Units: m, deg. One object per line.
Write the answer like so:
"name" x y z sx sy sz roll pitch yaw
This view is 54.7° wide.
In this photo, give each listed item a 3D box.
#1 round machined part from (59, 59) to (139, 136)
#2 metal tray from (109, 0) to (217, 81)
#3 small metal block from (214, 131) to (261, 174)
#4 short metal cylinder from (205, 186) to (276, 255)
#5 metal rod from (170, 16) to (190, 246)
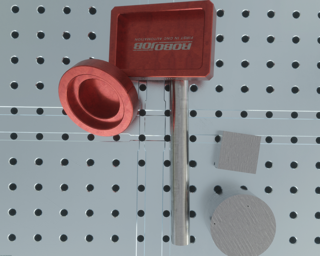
"round machined part" -0.072 -0.041 0.388 0.098 0.042 0.097 10 126 14
"metal tray" 0.002 -0.107 0.390 0.130 0.030 0.089 3 91 17
"small metal block" 0.103 0.032 0.415 0.050 0.025 0.050 8 90 -1
"short metal cylinder" 0.101 0.120 0.402 0.081 0.050 0.079 0 90 -1
"metal rod" 0.026 0.004 0.413 0.025 0.025 0.298 -1 90 -1
